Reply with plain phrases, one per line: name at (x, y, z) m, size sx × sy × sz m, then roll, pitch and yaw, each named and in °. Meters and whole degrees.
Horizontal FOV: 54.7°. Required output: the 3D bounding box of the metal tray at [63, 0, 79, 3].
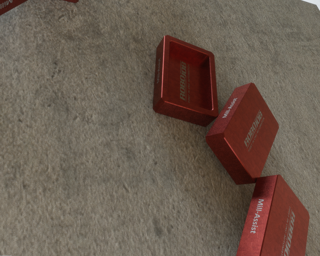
metal tray at (-0.168, -0.253, 0.465) m, size 0.091 × 0.030 × 0.130 m, roll 4°, pitch 60°, yaw -27°

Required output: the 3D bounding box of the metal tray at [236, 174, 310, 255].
metal tray at (0.142, 0.134, 0.379) m, size 0.090 × 0.030 × 0.130 m, roll 49°, pitch 48°, yaw -21°

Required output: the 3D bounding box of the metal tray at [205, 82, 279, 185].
metal tray at (0.124, 0.006, 0.446) m, size 0.090 × 0.030 × 0.131 m, roll 53°, pitch 48°, yaw -18°

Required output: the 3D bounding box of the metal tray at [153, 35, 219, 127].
metal tray at (0.039, -0.073, 0.467) m, size 0.091 × 0.030 × 0.130 m, roll 16°, pitch 55°, yaw -20°

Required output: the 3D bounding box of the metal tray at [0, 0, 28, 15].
metal tray at (-0.225, -0.170, 0.363) m, size 0.090 × 0.030 × 0.131 m, roll 44°, pitch 65°, yaw 2°
